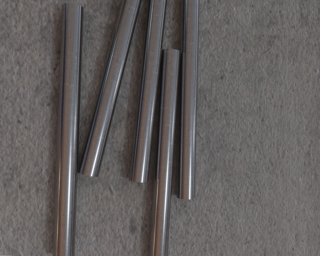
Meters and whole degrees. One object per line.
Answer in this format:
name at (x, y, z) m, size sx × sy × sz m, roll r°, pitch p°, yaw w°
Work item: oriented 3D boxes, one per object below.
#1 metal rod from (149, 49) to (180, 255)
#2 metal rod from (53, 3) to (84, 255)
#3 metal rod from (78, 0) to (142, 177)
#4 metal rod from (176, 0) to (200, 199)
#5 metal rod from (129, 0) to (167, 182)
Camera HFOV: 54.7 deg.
metal rod at (0.005, 0.046, 0.412) m, size 0.025 × 0.025 × 0.298 m, roll 4°, pitch 89°, yaw -20°
metal rod at (-0.109, 0.005, 0.369) m, size 0.025 × 0.025 × 0.298 m, roll 2°, pitch 89°, yaw -20°
metal rod at (-0.054, -0.088, 0.389) m, size 0.025 × 0.025 × 0.298 m, roll 15°, pitch 85°, yaw -20°
metal rod at (0.039, -0.054, 0.424) m, size 0.025 × 0.025 × 0.298 m, roll 2°, pitch 90°, yaw -20°
metal rod at (-0.012, -0.080, 0.405) m, size 0.025 × 0.025 × 0.298 m, roll 7°, pitch 88°, yaw -20°
